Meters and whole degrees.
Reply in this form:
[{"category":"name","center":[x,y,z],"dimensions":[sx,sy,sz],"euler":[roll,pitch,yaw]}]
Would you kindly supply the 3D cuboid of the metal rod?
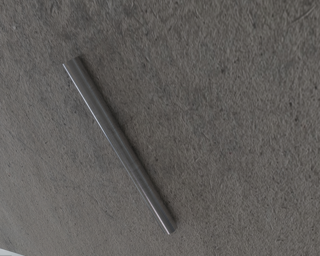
[{"category":"metal rod","center":[-0.052,0.036,0.456],"dimensions":[0.025,0.025,0.299],"euler":[-17,110,35]}]
